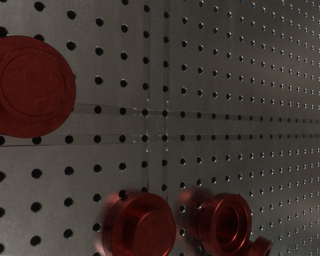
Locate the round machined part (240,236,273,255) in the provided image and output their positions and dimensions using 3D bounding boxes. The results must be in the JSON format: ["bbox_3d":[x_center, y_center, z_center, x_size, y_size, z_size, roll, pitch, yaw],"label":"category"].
[{"bbox_3d":[0.144,0.221,0.507,0.099,0.042,0.097,-35,136,-41],"label":"round machined part"}]

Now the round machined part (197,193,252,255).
[{"bbox_3d":[0.096,0.149,0.480,0.099,0.042,0.097,2,87,-39],"label":"round machined part"}]

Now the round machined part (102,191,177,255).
[{"bbox_3d":[-0.018,0.131,0.385,0.099,0.042,0.097,0,90,-40],"label":"round machined part"}]

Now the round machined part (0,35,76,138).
[{"bbox_3d":[-0.125,-0.039,0.294,0.099,0.042,0.097,0,90,-40],"label":"round machined part"}]
